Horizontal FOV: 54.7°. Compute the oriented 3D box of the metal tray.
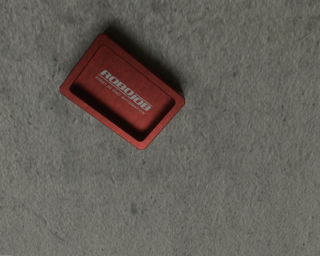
[{"bbox_3d":[-0.045,-0.044,0.390,0.130,0.030,0.090,37,106,-13],"label":"metal tray"}]
